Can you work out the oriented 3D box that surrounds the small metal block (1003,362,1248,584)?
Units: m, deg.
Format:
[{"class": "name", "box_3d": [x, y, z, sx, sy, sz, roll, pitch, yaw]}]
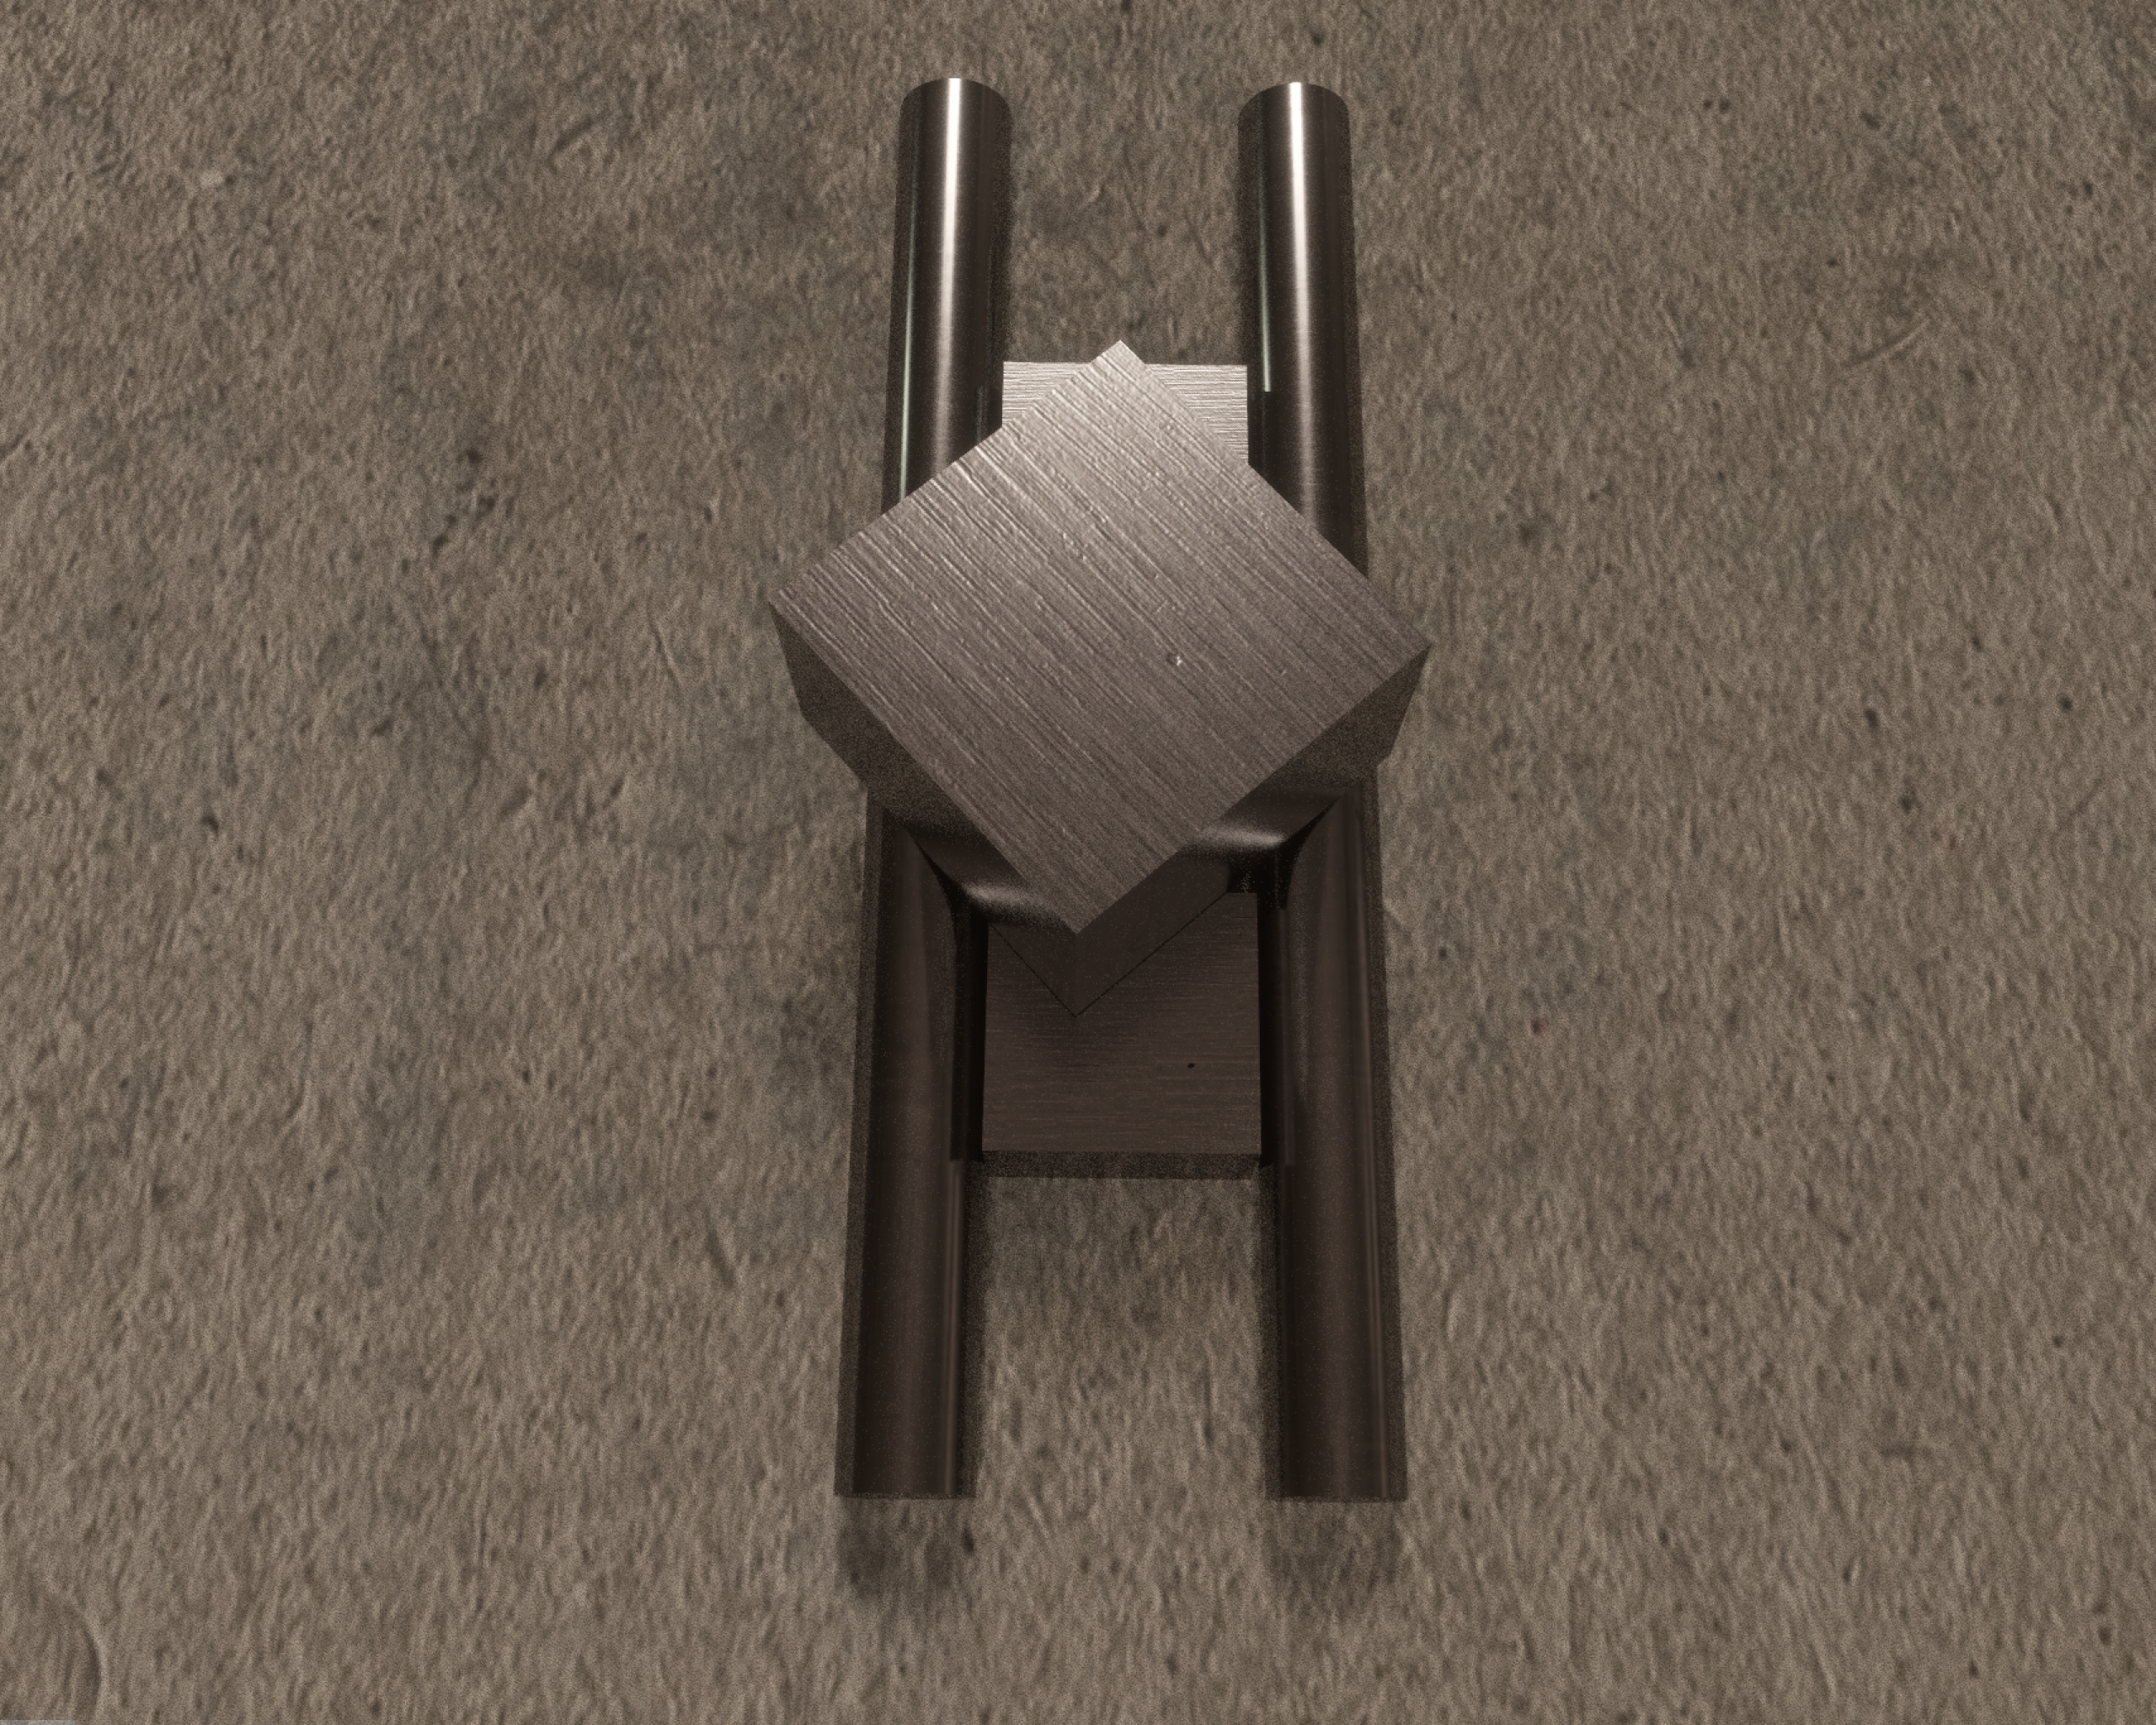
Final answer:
[{"class": "small metal block", "box_3d": [0.009, -0.076, 0.436, 0.050, 0.025, 0.050, 1, 70, 0]}]

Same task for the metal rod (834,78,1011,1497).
[{"class": "metal rod", "box_3d": [-0.029, -0.028, 0.420, 0.025, 0.025, 0.299, 1, 70, 0]}]

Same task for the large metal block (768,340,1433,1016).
[{"class": "large metal block", "box_3d": [0.004, -0.033, 0.379, 0.080, 0.050, 0.080, -39, 75, -13]}]

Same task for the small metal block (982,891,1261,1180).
[{"class": "small metal block", "box_3d": [0.008, 0.033, 0.396, 0.050, 0.025, 0.050, 1, 70, 0]}]

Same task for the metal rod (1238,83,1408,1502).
[{"class": "metal rod", "box_3d": [0.047, -0.028, 0.420, 0.025, 0.025, 0.299, 1, 70, 0]}]
